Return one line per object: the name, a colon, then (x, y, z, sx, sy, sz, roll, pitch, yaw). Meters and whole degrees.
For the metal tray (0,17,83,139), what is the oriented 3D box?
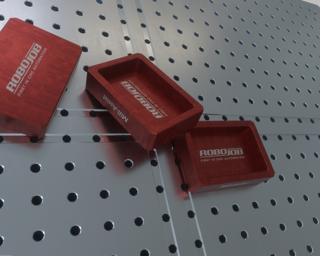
metal tray: (-0.154, -0.061, 0.359, 0.090, 0.030, 0.130, 22, 53, -15)

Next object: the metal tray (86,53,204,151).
metal tray: (-0.021, -0.040, 0.395, 0.091, 0.030, 0.130, -27, 61, -37)

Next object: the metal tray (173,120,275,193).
metal tray: (0.088, 0.036, 0.429, 0.131, 0.030, 0.090, -1, 62, -29)
